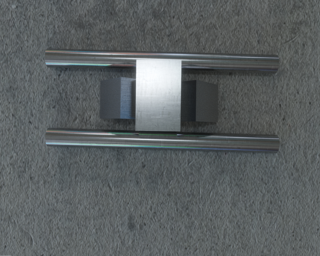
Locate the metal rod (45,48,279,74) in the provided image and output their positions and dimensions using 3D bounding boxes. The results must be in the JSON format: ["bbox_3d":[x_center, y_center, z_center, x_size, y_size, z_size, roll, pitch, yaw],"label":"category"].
[{"bbox_3d":[0.003,-0.089,0.411,0.302,0.025,0.025,1,90,-1],"label":"metal rod"}]

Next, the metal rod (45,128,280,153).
[{"bbox_3d":[0.004,0.017,0.411,0.302,0.025,0.025,2,90,-1],"label":"metal rod"}]

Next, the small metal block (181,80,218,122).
[{"bbox_3d":[0.051,-0.033,0.398,0.025,0.050,0.050,0,90,41],"label":"small metal block"}]

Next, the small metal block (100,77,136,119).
[{"bbox_3d":[-0.053,-0.037,0.397,0.025,0.050,0.050,1,91,-40],"label":"small metal block"}]

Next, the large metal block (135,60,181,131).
[{"bbox_3d":[-0.002,-0.037,0.386,0.050,0.080,0.079,1,90,0],"label":"large metal block"}]
